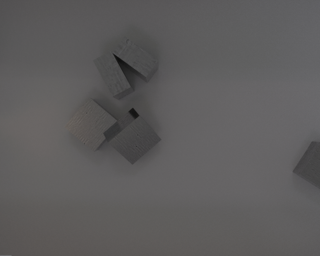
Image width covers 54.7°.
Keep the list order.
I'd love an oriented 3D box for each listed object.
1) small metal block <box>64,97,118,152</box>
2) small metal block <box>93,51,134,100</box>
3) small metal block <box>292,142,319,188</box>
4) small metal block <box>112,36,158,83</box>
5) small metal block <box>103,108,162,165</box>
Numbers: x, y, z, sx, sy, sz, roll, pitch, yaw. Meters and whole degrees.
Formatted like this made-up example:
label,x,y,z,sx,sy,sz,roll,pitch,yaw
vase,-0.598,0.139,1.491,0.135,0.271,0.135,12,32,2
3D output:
label,x,y,z,sx,sy,sz,roll,pitch,yaw
small metal block,-0.088,-0.004,0.411,0.050,0.025,0.050,40,90,0
small metal block,-0.058,-0.066,0.398,0.025,0.050,0.050,-28,90,0
small metal block,0.217,0.053,0.413,0.050,0.025,0.050,33,90,0
small metal block,-0.030,-0.086,0.398,0.050,0.050,0.025,36,90,0
small metal block,-0.035,0.011,0.399,0.050,0.025,0.050,-41,126,0
